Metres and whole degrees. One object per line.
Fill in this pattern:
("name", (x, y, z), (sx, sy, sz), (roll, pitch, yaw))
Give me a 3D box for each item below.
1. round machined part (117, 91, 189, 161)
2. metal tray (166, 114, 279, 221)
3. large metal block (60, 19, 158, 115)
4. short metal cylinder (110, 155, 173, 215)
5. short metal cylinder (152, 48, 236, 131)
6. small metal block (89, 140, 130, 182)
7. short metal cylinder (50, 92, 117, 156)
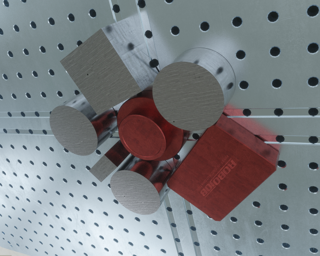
("round machined part", (-0.015, 0.004, 0.410), (0.098, 0.042, 0.097), (13, 124, 21))
("metal tray", (0.076, 0.055, 0.401), (0.090, 0.030, 0.129), (35, 129, 5))
("large metal block", (-0.061, -0.073, 0.382), (0.080, 0.050, 0.080), (-23, 106, 36))
("short metal cylinder", (-0.026, 0.080, 0.458), (0.080, 0.050, 0.079), (13, 124, 21))
("short metal cylinder", (0.039, -0.043, 0.347), (0.080, 0.050, 0.079), (13, 124, 21))
("small metal block", (-0.071, 0.047, 0.460), (0.025, 0.050, 0.050), (45, 129, -3))
("short metal cylinder", (-0.110, -0.007, 0.448), (0.080, 0.050, 0.079), (13, 124, 21))
